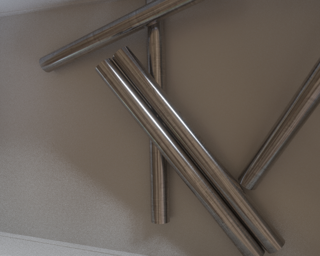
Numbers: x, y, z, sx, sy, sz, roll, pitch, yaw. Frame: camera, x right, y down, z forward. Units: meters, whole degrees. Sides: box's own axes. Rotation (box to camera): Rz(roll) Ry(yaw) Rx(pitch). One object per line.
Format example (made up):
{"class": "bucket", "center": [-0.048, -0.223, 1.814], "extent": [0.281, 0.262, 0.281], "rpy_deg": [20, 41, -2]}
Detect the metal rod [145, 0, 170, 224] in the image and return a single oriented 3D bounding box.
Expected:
{"class": "metal rod", "center": [-0.003, -0.026, 0.410], "extent": [0.025, 0.025, 0.298], "rpy_deg": [-2, 89, 19]}

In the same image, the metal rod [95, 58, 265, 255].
{"class": "metal rod", "center": [0.022, 0.037, 0.381], "extent": [0.025, 0.025, 0.300], "rpy_deg": [-40, 86, 15]}

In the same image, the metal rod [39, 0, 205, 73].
{"class": "metal rod", "center": [-0.044, -0.133, 0.402], "extent": [0.300, 0.025, 0.025], "rpy_deg": [-16, 85, 27]}

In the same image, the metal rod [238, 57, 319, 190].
{"class": "metal rod", "center": [0.159, -0.052, 0.300], "extent": [0.025, 0.025, 0.298], "rpy_deg": [34, 121, 16]}

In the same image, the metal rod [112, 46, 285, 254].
{"class": "metal rod", "center": [0.043, 0.022, 0.377], "extent": [0.025, 0.025, 0.300], "rpy_deg": [-40, 84, 15]}
